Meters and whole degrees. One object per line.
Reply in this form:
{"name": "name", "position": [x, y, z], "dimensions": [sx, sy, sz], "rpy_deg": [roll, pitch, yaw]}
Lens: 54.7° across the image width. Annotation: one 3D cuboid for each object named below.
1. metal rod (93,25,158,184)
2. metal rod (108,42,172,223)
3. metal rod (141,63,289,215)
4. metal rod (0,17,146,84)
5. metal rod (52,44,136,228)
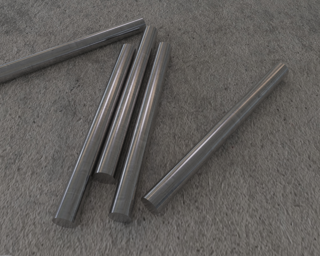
{"name": "metal rod", "position": [-0.040, -0.056, 0.449], "dimensions": [0.025, 0.025, 0.300], "rpy_deg": [7, 50, 6]}
{"name": "metal rod", "position": [-0.017, -0.019, 0.418], "dimensions": [0.025, 0.025, 0.300], "rpy_deg": [7, 50, 6]}
{"name": "metal rod", "position": [0.088, -0.003, 0.405], "dimensions": [0.025, 0.025, 0.302], "rpy_deg": [34, 57, 25]}
{"name": "metal rod", "position": [-0.157, -0.124, 0.506], "dimensions": [0.302, 0.025, 0.025], "rpy_deg": [-27, 55, -21]}
{"name": "metal rod", "position": [-0.075, -0.015, 0.415], "dimensions": [0.025, 0.025, 0.300], "rpy_deg": [7, 50, 6]}
